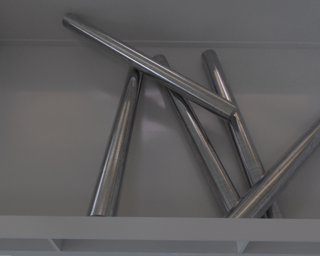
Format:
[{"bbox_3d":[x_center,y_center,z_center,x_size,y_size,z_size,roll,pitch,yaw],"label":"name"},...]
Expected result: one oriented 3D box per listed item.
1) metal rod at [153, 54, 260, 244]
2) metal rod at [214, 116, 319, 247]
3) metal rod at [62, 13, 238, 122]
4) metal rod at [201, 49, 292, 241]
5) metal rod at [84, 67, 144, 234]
[{"bbox_3d":[0.043,0.002,0.403,0.025,0.025,0.300,-14,51,-11],"label":"metal rod"},{"bbox_3d":[0.165,0.027,0.360,0.025,0.025,0.302,37,52,27],"label":"metal rod"},{"bbox_3d":[-0.027,-0.094,0.441,0.300,0.025,0.025,33,57,20],"label":"metal rod"},{"bbox_3d":[0.100,-0.004,0.408,0.025,0.025,0.300,-6,50,-5],"label":"metal rod"},{"bbox_3d":[-0.041,-0.011,0.370,0.025,0.025,0.300,2,37,2],"label":"metal rod"}]
